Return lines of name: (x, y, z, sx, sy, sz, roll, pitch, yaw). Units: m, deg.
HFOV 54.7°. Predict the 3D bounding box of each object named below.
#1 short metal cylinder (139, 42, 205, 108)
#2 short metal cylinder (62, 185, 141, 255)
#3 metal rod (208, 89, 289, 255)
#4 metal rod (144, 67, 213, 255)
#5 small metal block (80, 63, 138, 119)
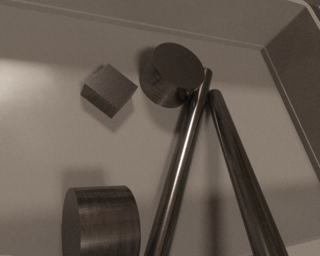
short metal cylinder: (0.017, -0.075, 0.446, 0.081, 0.050, 0.080, 14, 56, -21)
short metal cylinder: (-0.057, 0.094, 0.283, 0.050, 0.080, 0.080, 3, 61, -27)
metal rod: (0.085, 0.026, 0.357, 0.025, 0.025, 0.300, 25, 28, -14)
metal rod: (0.034, 0.025, 0.410, 0.025, 0.025, 0.300, 28, 52, -11)
small metal block: (-0.065, -0.048, 0.401, 0.050, 0.025, 0.050, 38, 51, -3)
